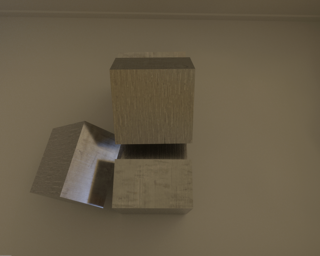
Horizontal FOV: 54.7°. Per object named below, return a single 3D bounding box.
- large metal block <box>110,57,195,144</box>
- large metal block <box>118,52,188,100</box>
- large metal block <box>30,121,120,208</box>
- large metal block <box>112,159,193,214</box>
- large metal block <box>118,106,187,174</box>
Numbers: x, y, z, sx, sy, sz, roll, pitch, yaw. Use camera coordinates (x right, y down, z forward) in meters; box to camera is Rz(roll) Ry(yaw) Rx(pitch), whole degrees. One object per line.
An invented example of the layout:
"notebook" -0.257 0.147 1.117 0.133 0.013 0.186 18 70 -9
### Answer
"large metal block" -0.007 -0.030 0.330 0.081 0.079 0.050 -1 25 -1
"large metal block" -0.009 -0.054 0.397 0.081 0.080 0.050 -1 70 -1
"large metal block" -0.096 0.042 0.353 0.050 0.080 0.080 28 66 -36
"large metal block" -0.007 0.069 0.352 0.081 0.080 0.050 0 70 0
"large metal block" -0.009 0.013 0.392 0.081 0.050 0.080 -1 70 -1
